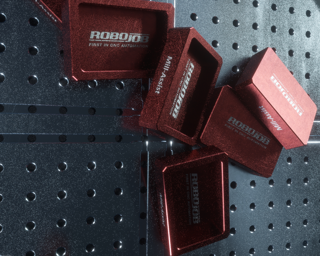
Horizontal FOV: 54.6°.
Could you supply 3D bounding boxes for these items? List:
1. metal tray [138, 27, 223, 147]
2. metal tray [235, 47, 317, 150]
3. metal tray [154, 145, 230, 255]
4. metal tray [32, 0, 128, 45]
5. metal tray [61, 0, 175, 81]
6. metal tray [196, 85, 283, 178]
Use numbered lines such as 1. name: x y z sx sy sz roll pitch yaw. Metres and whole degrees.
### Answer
1. metal tray: 0.031 -0.050 0.397 0.090 0.030 0.130 27 80 -50
2. metal tray: 0.175 -0.043 0.456 0.130 0.030 0.090 46 53 -14
3. metal tray: 0.045 0.095 0.409 0.091 0.030 0.129 -12 109 -20
4. metal tray: -0.108 -0.174 0.370 0.130 0.030 0.090 46 76 -14
5. metal tray: -0.045 -0.105 0.368 0.131 0.030 0.089 -8 107 -32
6. metal tray: 0.120 0.007 0.454 0.131 0.030 0.090 28 81 -18
